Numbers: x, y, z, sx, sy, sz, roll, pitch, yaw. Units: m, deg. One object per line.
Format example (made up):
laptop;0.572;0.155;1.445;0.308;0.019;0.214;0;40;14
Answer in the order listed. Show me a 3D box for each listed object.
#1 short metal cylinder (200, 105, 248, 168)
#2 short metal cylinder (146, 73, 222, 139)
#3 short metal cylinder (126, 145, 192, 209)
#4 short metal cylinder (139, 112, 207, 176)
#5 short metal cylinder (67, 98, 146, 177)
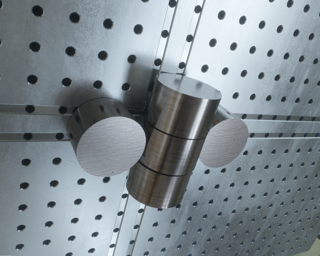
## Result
short metal cylinder;0.078;0.010;0.445;0.081;0.050;0.079;-14;125;-21
short metal cylinder;0.028;-0.028;0.374;0.081;0.080;0.050;2;117;-30
short metal cylinder;-0.001;0.061;0.414;0.081;0.080;0.050;1;118;-29
short metal cylinder;0.014;0.017;0.394;0.081;0.080;0.050;2;118;-30
short metal cylinder;-0.064;0.011;0.367;0.081;0.050;0.079;-14;125;-21
